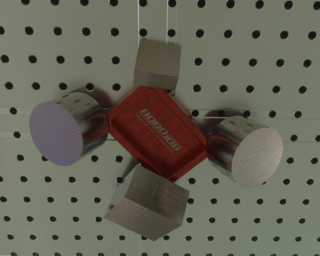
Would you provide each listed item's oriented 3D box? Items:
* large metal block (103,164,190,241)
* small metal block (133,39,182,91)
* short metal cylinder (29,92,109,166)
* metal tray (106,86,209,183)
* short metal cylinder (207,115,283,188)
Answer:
[{"bbox_3d":[-0.019,0.104,0.420,0.080,0.050,0.080,29,138,-11],"label":"large metal block"},{"bbox_3d":[-0.003,-0.075,0.369,0.050,0.050,0.025,9,148,-3],"label":"small metal block"},{"bbox_3d":[-0.112,0.000,0.383,0.080,0.050,0.079,9,113,24],"label":"short metal cylinder"},{"bbox_3d":[-0.001,0.006,0.412,0.090,0.030,0.130,-40,106,13],"label":"metal tray"},{"bbox_3d":[0.108,0.029,0.395,0.081,0.050,0.079,-10,113,-25],"label":"short metal cylinder"}]
